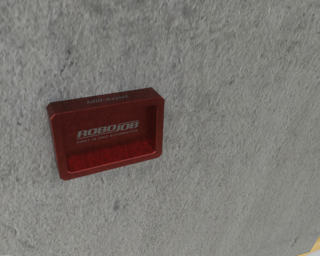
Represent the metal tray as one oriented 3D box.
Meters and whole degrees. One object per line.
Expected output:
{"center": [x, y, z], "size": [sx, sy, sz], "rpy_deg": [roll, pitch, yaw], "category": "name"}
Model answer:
{"center": [-0.061, 0.006, 0.374], "size": [0.131, 0.030, 0.089], "rpy_deg": [-12, 124, -23], "category": "metal tray"}
